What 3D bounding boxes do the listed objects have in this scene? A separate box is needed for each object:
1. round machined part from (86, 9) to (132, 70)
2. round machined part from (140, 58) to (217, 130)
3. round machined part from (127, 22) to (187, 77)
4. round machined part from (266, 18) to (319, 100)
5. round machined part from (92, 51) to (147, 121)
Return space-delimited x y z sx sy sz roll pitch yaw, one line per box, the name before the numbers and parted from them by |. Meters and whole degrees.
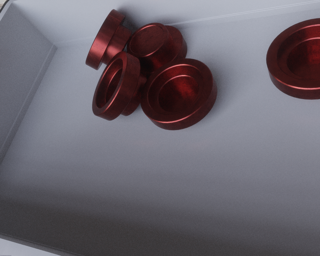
round machined part | -0.078 -0.135 0.497 0.097 0.042 0.098 -58 12 21
round machined part | 0.027 -0.039 0.405 0.098 0.042 0.098 -13 56 21
round machined part | -0.011 -0.122 0.476 0.098 0.042 0.098 -13 56 21
round machined part | 0.174 -0.072 0.348 0.098 0.042 0.098 -13 56 21
round machined part | -0.054 -0.056 0.441 0.098 0.042 0.098 -37 41 41
